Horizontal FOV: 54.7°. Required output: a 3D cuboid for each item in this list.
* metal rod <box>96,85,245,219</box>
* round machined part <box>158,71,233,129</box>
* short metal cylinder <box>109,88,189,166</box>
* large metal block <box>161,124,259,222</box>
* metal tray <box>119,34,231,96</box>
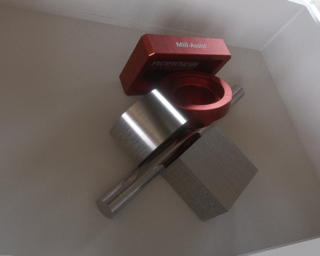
[{"bbox_3d":[0.035,0.012,0.417,0.025,0.025,0.302,48,51,5],"label":"metal rod"},{"bbox_3d":[0.046,-0.036,0.424,0.099,0.042,0.098,3,39,-2],"label":"round machined part"},{"bbox_3d":[-0.012,-0.001,0.364,0.050,0.080,0.080,48,51,4],"label":"short metal cylinder"},{"bbox_3d":[0.062,0.055,0.388,0.080,0.050,0.080,48,51,5],"label":"large metal block"},{"bbox_3d":[0.021,-0.083,0.424,0.131,0.090,0.030,-7,65,-32],"label":"metal tray"}]
